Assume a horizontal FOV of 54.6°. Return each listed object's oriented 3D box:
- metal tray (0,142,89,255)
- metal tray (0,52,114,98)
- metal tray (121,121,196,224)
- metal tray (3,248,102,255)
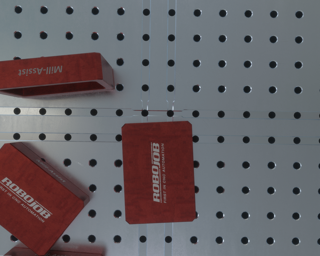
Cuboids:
[{"bbox_3d":[-0.173,0.091,0.410,0.130,0.030,0.090,39,90,0],"label":"metal tray"},{"bbox_3d":[-0.129,-0.062,0.380,0.131,0.090,0.030,-6,90,0],"label":"metal tray"},{"bbox_3d":[-0.002,0.057,0.411,0.090,0.030,0.129,-3,90,0],"label":"metal tray"},{"bbox_3d":[-0.144,0.213,0.410,0.131,0.030,0.090,5,90,0],"label":"metal tray"}]
